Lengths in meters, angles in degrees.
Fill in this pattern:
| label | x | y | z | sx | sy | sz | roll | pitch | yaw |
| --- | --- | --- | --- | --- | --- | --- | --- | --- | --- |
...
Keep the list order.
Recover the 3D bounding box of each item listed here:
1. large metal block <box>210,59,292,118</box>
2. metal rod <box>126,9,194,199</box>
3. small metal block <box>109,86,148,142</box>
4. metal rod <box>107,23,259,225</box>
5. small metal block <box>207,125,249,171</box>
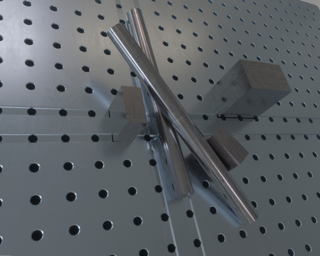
| label | x | y | z | sx | sy | sz | roll | pitch | yaw |
| --- | --- | --- | --- | --- | --- | --- | --- | --- | --- |
| large metal block | 0.139 | -0.058 | 0.483 | 0.081 | 0.080 | 0.050 | 1 | 62 | -28 |
| metal rod | -0.006 | -0.050 | 0.435 | 0.025 | 0.025 | 0.299 | -1 | 62 | -29 |
| small metal block | -0.040 | -0.016 | 0.380 | 0.025 | 0.050 | 0.050 | 2 | 61 | -27 |
| metal rod | 0.030 | -0.004 | 0.396 | 0.025 | 0.025 | 0.299 | -37 | 92 | -38 |
| small metal block | 0.081 | 0.033 | 0.416 | 0.050 | 0.050 | 0.025 | 47 | 51 | 4 |
